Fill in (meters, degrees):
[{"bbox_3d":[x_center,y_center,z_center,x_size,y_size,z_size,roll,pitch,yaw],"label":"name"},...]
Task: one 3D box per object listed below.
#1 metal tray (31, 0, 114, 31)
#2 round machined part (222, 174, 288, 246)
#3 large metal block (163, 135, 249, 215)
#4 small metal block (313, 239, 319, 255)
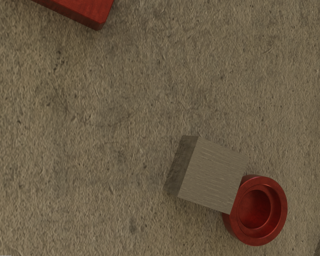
[{"bbox_3d":[-0.114,-0.185,0.364,0.131,0.030,0.090,21,83,-19],"label":"metal tray"},{"bbox_3d":[0.132,0.116,0.451,0.099,0.042,0.097,0,90,-21],"label":"round machined part"},{"bbox_3d":[0.061,0.062,0.420,0.080,0.050,0.080,23,82,-19],"label":"large metal block"},{"bbox_3d":[0.294,0.205,0.521,0.050,0.025,0.050,30,80,-18],"label":"small metal block"}]
